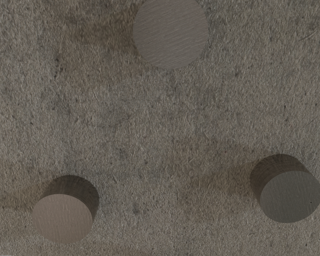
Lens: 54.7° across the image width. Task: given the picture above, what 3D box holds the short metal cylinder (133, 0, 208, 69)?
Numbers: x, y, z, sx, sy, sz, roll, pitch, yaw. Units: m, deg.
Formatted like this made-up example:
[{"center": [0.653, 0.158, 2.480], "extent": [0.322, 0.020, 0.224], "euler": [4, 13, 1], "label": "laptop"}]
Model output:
[{"center": [0.011, -0.112, 0.355], "extent": [0.081, 0.050, 0.079], "euler": [0, 110, 0], "label": "short metal cylinder"}]

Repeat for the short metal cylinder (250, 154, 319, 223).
[{"center": [0.171, 0.083, 0.428], "extent": [0.081, 0.050, 0.079], "euler": [0, 110, 0], "label": "short metal cylinder"}]

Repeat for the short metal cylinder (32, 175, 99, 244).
[{"center": [-0.131, 0.114, 0.437], "extent": [0.081, 0.050, 0.079], "euler": [0, 110, 0], "label": "short metal cylinder"}]
